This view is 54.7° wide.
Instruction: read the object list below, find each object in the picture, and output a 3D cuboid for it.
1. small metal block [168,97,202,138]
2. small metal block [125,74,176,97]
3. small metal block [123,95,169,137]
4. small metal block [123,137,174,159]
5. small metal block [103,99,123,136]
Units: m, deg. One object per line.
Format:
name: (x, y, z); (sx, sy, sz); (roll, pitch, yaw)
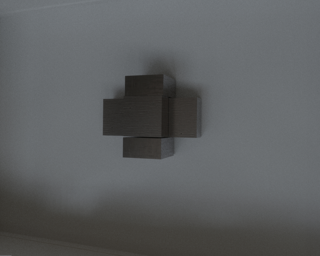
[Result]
small metal block: (0.026, -0.013, 0.400); (0.050, 0.025, 0.050); (1, 90, 19)
small metal block: (-0.011, -0.052, 0.399); (0.050, 0.050, 0.025); (1, 91, 20)
small metal block: (-0.017, -0.014, 0.387); (0.050, 0.025, 0.050); (1, 90, 19)
small metal block: (-0.014, 0.024, 0.399); (0.050, 0.050, 0.025); (1, 91, 20)
small metal block: (-0.050, -0.014, 0.426); (0.050, 0.025, 0.050); (1, 90, 20)
